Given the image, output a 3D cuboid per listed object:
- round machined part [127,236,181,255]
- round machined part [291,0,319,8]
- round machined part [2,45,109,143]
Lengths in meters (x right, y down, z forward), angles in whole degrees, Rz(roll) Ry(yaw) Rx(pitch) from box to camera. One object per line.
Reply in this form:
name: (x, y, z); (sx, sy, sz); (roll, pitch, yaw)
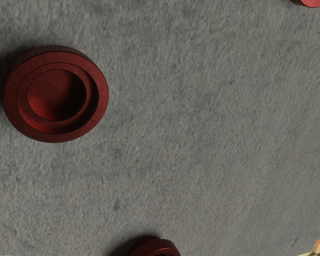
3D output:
round machined part: (-0.018, 0.225, 0.527); (0.099, 0.042, 0.097); (-14, 125, -21)
round machined part: (0.208, -0.201, 0.388); (0.099, 0.042, 0.097); (-14, 125, -21)
round machined part: (-0.106, -0.037, 0.316); (0.099, 0.042, 0.097); (-14, 125, -21)
